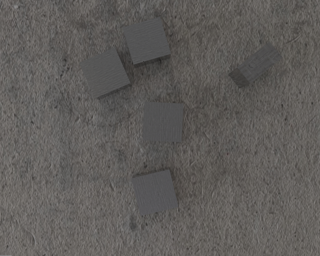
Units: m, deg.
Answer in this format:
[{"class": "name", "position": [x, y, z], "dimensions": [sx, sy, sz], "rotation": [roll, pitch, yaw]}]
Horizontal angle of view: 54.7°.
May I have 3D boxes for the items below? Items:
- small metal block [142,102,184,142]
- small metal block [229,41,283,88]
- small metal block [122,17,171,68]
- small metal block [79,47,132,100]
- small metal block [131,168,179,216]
[{"class": "small metal block", "position": [0.004, -0.008, 0.410], "dimensions": [0.050, 0.025, 0.050], "rotation": [3, 90, 0]}, {"class": "small metal block", "position": [0.121, -0.079, 0.398], "dimensions": [0.050, 0.050, 0.025], "rotation": [-39, 90, 0]}, {"class": "small metal block", "position": [-0.017, -0.112, 0.410], "dimensions": [0.050, 0.025, 0.050], "rotation": [-16, 90, 0]}, {"class": "small metal block", "position": [-0.071, -0.071, 0.409], "dimensions": [0.050, 0.025, 0.050], "rotation": [-23, 90, 0]}, {"class": "small metal block", "position": [-0.006, 0.083, 0.410], "dimensions": [0.050, 0.025, 0.050], "rotation": [-14, 90, 0]}]
